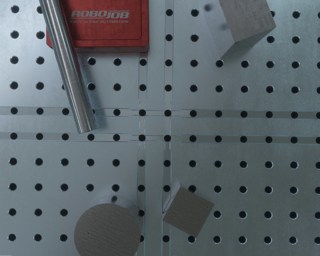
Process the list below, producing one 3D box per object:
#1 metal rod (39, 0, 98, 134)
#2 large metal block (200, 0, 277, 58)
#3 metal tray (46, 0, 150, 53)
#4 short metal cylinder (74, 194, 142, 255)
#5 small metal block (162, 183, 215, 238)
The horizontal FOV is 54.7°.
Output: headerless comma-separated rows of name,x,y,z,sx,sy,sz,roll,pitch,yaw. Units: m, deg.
metal rod,-0.130,-0.139,0.380,0.025,0.025,0.298,-16,90,0
large metal block,0.093,-0.142,0.387,0.050,0.080,0.080,-21,90,0
metal tray,-0.080,-0.148,0.409,0.131,0.030,0.089,-1,90,-1
short metal cylinder,-0.064,0.131,0.400,0.081,0.050,0.079,0,90,-1
small metal block,0.037,0.109,0.414,0.050,0.025,0.050,28,90,-1
